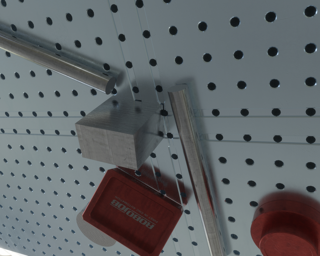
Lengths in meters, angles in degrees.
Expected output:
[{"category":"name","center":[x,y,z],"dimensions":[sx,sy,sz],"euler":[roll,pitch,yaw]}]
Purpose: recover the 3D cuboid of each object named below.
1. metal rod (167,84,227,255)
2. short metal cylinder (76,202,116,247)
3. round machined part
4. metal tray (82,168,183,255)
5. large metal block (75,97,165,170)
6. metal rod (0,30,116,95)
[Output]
[{"category":"metal rod","center":[0.058,0.083,0.430],"dimensions":[0.025,0.025,0.298],"euler":[-2,118,29]},{"category":"short metal cylinder","center":[-0.098,0.160,0.543],"dimensions":[0.080,0.050,0.079],"euler":[13,124,20]},{"category":"round machined part","center":[0.168,0.145,0.402],"dimensions":[0.098,0.042,0.097],"euler":[13,124,20]},{"category":"metal tray","center":[-0.041,0.131,0.477],"dimensions":[0.130,0.030,0.090],"euler":[29,90,9]},{"category":"large metal block","center":[-0.048,0.004,0.402],"dimensions":[0.080,0.080,0.050],"euler":[10,123,22]},{"category":"metal rod","center":[-0.200,-0.115,0.442],"dimensions":[0.301,0.025,0.025],"euler":[24,127,13]}]
